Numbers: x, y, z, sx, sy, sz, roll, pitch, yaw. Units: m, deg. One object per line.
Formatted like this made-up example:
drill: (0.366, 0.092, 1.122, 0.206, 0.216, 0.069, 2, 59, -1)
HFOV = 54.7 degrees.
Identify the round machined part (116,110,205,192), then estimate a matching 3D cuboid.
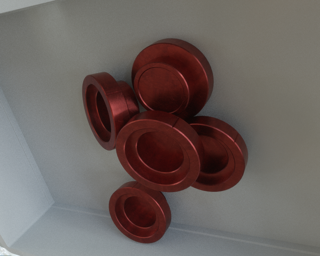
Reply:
round machined part: (0.003, 0.022, 0.352, 0.098, 0.042, 0.097, 12, 125, 17)

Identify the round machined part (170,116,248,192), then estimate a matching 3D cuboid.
round machined part: (0.059, 0.028, 0.383, 0.098, 0.042, 0.097, 13, 124, 20)

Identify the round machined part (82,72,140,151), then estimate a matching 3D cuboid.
round machined part: (-0.060, -0.024, 0.396, 0.098, 0.042, 0.097, 36, 136, 46)

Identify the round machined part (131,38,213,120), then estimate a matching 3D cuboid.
round machined part: (0.009, -0.051, 0.362, 0.098, 0.042, 0.097, 13, 124, 21)

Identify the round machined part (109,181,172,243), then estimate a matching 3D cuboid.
round machined part: (-0.027, 0.126, 0.483, 0.098, 0.042, 0.097, 9, 113, 23)
